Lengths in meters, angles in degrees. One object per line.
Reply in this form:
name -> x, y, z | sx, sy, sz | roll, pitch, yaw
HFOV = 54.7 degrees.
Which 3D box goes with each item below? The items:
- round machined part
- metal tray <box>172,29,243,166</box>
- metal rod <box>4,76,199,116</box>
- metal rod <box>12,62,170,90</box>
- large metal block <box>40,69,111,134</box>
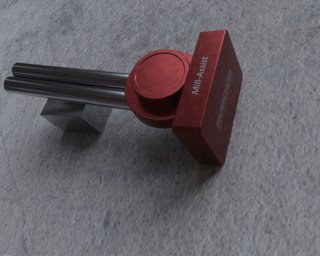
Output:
round machined part -> 0.005, -0.052, 0.360 | 0.098, 0.042, 0.098 | -6, 63, 13
metal tray -> 0.059, -0.033, 0.351 | 0.030, 0.090, 0.130 | 4, 63, 30
metal rod -> -0.080, -0.041, 0.414 | 0.301, 0.025, 0.025 | 9, 66, 18
metal rod -> -0.072, -0.065, 0.424 | 0.301, 0.025, 0.025 | 9, 65, 17
large metal block -> -0.120, -0.040, 0.470 | 0.080, 0.050, 0.080 | 4, 63, 29
